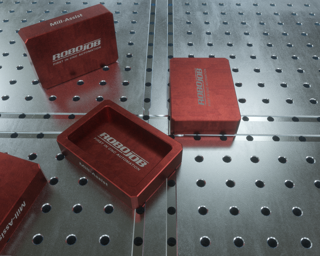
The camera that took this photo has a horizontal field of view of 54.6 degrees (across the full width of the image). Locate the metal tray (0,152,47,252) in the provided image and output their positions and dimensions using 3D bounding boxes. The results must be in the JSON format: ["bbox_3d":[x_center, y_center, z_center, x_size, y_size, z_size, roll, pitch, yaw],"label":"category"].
[{"bbox_3d":[-0.197,0.087,0.331,0.090,0.030,0.130,15,52,12],"label":"metal tray"}]

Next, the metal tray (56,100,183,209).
[{"bbox_3d":[-0.049,0.026,0.382,0.130,0.030,0.090,32,57,24],"label":"metal tray"}]

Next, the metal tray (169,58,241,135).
[{"bbox_3d":[0.060,-0.050,0.447,0.090,0.030,0.130,0,50,0],"label":"metal tray"}]

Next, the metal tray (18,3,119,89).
[{"bbox_3d":[-0.131,-0.123,0.468,0.131,0.090,0.030,-27,55,-21],"label":"metal tray"}]
